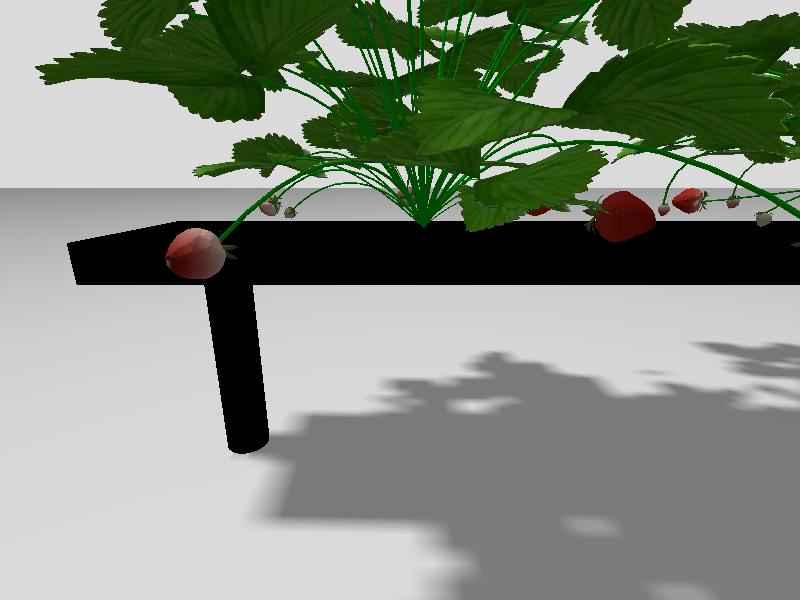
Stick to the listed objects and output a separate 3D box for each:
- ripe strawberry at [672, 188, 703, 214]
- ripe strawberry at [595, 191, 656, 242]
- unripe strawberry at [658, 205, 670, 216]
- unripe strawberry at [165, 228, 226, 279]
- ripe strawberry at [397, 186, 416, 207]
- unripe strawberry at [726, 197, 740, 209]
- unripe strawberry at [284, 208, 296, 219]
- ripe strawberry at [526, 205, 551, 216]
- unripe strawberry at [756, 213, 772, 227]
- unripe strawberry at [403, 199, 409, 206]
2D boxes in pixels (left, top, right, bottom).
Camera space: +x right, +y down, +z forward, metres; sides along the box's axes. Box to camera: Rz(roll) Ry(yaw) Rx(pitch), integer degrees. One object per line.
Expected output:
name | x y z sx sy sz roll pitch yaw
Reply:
ripe strawberry | 0.337 -0.116 0.470 0.029 0.029 0.032 16 23 43
ripe strawberry | 0.151 -0.055 0.267 0.035 0.034 0.032 13 21 29
unripe strawberry | 0.279 -0.095 0.423 0.011 0.011 0.011 7 18 22
unripe strawberry | -0.086 -0.018 0.167 0.021 0.022 0.022 10 28 28
ripe strawberry | 0.011 -0.147 0.569 0.032 0.028 0.033 -1 16 -2
unripe strawberry | 0.426 -0.124 0.513 0.013 0.014 0.015 -4 18 -13
unripe strawberry | -0.114 -0.089 0.414 0.012 0.012 0.011 -30 0 32
ripe strawberry | 0.156 -0.116 0.440 0.044 0.046 0.040 -12 21 -36
unripe strawberry | 0.322 -0.071 0.355 0.010 0.012 0.012 13 18 0
unripe strawberry | 0.009 -0.116 0.478 0.010 0.011 0.011 -1 17 -4
